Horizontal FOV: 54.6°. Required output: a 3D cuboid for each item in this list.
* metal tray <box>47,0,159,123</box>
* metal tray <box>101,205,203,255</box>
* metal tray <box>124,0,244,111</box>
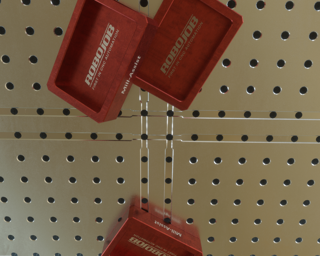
[{"bbox_3d":[-0.070,-0.082,0.360,0.090,0.030,0.129,32,109,15],"label":"metal tray"},{"bbox_3d":[-0.012,0.187,0.479,0.130,0.030,0.090,30,107,-11],"label":"metal tray"},{"bbox_3d":[0.026,-0.097,0.374,0.090,0.030,0.129,29,107,-10],"label":"metal tray"}]
